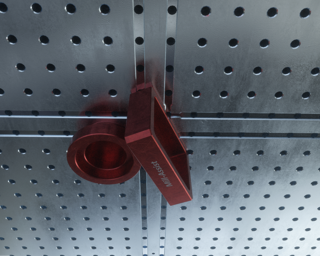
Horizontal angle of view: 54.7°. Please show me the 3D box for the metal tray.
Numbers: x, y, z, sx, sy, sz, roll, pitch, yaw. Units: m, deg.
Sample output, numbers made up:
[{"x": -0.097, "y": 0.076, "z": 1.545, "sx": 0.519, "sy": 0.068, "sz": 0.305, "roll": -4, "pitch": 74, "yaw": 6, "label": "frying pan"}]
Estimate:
[{"x": 0.002, "y": 0.024, "z": 0.389, "sx": 0.030, "sy": 0.090, "sz": 0.130, "roll": -19, "pitch": 128, "yaw": 15, "label": "metal tray"}]

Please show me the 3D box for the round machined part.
[{"x": -0.073, "y": 0.030, "z": 0.425, "sx": 0.099, "sy": 0.042, "sz": 0.097, "roll": -1, "pitch": 130, "yaw": 0, "label": "round machined part"}]
